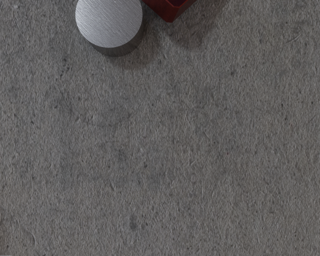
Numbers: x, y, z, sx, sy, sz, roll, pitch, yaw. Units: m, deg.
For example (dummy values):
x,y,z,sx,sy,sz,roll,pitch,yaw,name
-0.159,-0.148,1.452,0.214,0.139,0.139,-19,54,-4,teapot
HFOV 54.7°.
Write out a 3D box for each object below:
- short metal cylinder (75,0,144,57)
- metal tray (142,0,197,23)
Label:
x,y,z,sx,sy,sz,roll,pitch,yaw,name
-0.061,-0.136,0.397,0.081,0.050,0.079,0,90,0,short metal cylinder
0.022,-0.201,0.383,0.090,0.030,0.130,42,67,0,metal tray
